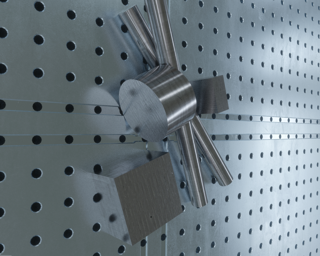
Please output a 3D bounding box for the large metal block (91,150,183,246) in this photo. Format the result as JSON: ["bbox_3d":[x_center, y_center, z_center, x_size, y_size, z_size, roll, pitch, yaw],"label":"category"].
[{"bbox_3d":[-0.026,0.079,0.373,0.081,0.050,0.079,-22,104,-38],"label":"large metal block"}]

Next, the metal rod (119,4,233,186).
[{"bbox_3d":[0.034,-0.030,0.439,0.025,0.025,0.299,-48,119,-30],"label":"metal rod"}]

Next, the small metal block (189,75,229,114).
[{"bbox_3d":[0.069,-0.048,0.453,0.025,0.050,0.050,-21,104,-38],"label":"small metal block"}]

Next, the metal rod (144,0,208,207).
[{"bbox_3d":[0.026,-0.024,0.409,0.025,0.025,0.298,-30,116,-36],"label":"metal rod"}]

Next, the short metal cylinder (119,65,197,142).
[{"bbox_3d":[-0.004,-0.030,0.372,0.050,0.080,0.080,-33,111,-36],"label":"short metal cylinder"}]
